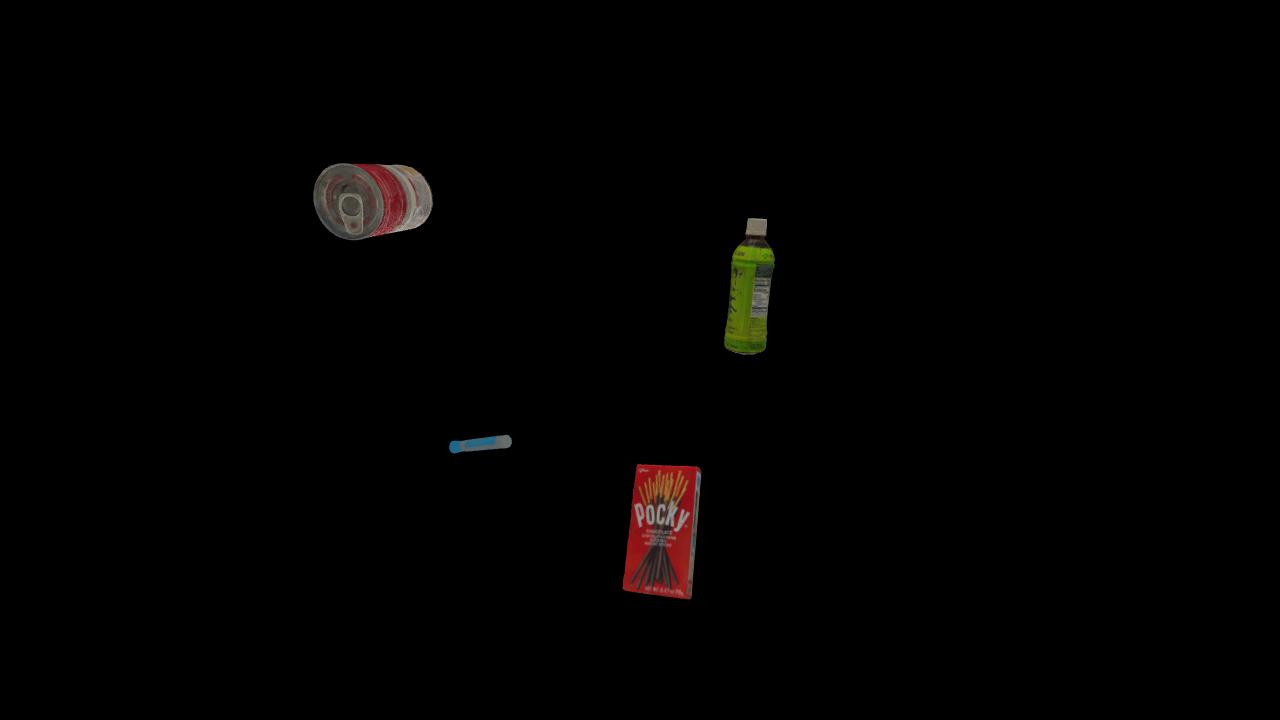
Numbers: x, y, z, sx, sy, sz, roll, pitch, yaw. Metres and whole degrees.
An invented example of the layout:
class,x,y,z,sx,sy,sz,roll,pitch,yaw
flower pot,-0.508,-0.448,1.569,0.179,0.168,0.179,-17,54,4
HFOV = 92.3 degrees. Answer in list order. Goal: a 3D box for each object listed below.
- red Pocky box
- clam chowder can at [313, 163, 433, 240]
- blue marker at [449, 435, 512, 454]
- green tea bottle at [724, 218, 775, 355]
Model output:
class,x,y,z,sx,sy,sz,roll,pitch,yaw
red Pocky box,0.028,0.205,0.750,0.083,0.155,0.028,-3,-23,24
clam chowder can,-0.254,-0.155,0.596,0.068,0.068,0.102,0,17,9
blue marker,-0.236,0.123,0.898,0.121,0.020,0.020,-10,-6,33
green tea bottle,0.178,-0.118,0.983,0.073,0.212,0.073,5,17,-1
